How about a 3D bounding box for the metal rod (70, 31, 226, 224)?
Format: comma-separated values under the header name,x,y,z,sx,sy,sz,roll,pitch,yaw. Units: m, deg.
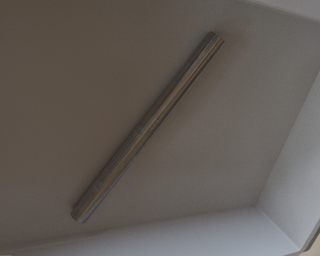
name,x,y,z,sx,sy,sz,roll,pitch,yaw
metal rod,-0.020,0.005,0.402,0.025,0.025,0.299,31,101,-39
